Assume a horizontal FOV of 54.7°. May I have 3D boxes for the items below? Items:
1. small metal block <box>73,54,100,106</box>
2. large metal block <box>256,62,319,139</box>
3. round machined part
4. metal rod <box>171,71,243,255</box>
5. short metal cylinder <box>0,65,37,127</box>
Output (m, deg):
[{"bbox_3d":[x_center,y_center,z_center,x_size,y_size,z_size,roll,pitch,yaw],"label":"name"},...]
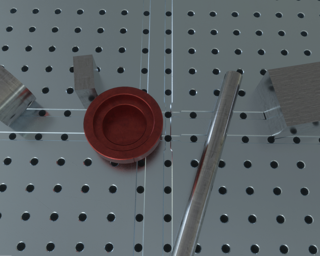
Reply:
[{"bbox_3d":[-0.098,-0.064,0.420,0.025,0.050,0.050,-7,70,-3],"label":"small metal block"},{"bbox_3d":[0.186,-0.037,0.414,0.081,0.050,0.080,-9,70,-4],"label":"large metal block"},{"bbox_3d":[-0.045,-0.001,0.403,0.099,0.042,0.098,0,70,-1],"label":"round machined part"},{"bbox_3d":[0.058,0.059,0.390,0.025,0.025,0.299,18,71,6],"label":"metal rod"},{"bbox_3d":[-0.209,-0.046,0.397,0.080,0.080,0.050,35,74,11],"label":"short metal cylinder"}]
